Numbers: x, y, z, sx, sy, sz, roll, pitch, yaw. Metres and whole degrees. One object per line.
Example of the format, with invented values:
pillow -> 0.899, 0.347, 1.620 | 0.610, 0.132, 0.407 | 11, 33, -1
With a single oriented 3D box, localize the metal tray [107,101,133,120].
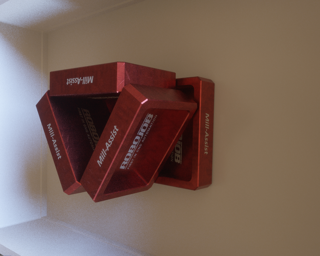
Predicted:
metal tray -> -0.050, 0.003, 0.445 | 0.090, 0.030, 0.129 | 1, 90, 40

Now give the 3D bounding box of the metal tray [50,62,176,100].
metal tray -> -0.058, -0.052, 0.370 | 0.130, 0.091, 0.030 | 3, 92, 40

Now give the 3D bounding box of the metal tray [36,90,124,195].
metal tray -> -0.096, 0.015, 0.402 | 0.030, 0.091, 0.130 | -39, 67, 34

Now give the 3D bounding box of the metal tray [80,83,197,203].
metal tray -> -0.023, 0.018, 0.341 | 0.030, 0.091, 0.129 | 43, 116, 32

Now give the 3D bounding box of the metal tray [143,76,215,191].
metal tray -> 0.020, 0.005, 0.386 | 0.090, 0.030, 0.129 | 2, 90, 40
